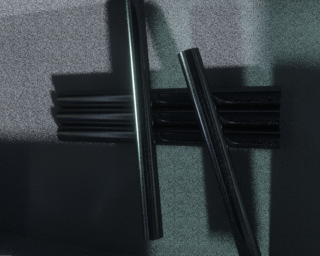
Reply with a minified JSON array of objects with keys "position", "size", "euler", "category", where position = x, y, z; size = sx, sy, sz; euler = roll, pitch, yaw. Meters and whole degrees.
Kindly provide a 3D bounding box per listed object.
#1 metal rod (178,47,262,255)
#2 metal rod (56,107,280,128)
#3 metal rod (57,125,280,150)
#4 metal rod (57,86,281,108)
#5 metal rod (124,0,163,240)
[{"position":[0.076,0.054,0.360],"size":[0.025,0.025,0.298],"euler":[-17,91,19],"category":"metal rod"},{"position":[-0.003,-0.015,0.409],"size":[0.301,0.025,0.025],"euler":[1,91,19],"category":"metal rod"},{"position":[-0.003,0.010,0.409],"size":[0.301,0.025,0.025],"euler":[1,91,19],"category":"metal rod"},{"position":[-0.002,-0.040,0.409],"size":[0.301,0.025,0.025],"euler":[1,91,19],"category":"metal rod"},{"position":[-0.021,-0.013,0.389],"size":[0.025,0.025,0.298],"euler":[-5,88,19],"category":"metal rod"}]
